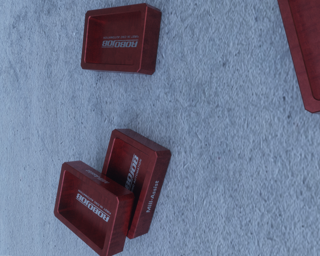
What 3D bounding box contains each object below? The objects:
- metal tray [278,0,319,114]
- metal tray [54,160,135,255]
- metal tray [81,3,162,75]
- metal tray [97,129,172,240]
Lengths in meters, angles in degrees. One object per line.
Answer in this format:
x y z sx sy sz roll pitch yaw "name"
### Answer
0.161 -0.085 0.268 0.090 0.030 0.129 -17 79 38 "metal tray"
-0.099 0.111 0.443 0.130 0.030 0.089 22 104 38 "metal tray"
-0.061 -0.127 0.451 0.130 0.030 0.089 12 97 39 "metal tray"
-0.043 0.075 0.436 0.090 0.030 0.129 26 106 37 "metal tray"
